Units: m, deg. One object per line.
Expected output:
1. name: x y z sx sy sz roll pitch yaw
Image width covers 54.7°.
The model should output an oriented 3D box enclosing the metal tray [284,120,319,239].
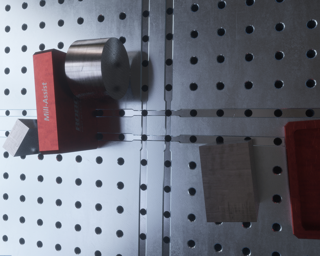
1. metal tray: 0.190 0.055 0.342 0.090 0.030 0.129 -5 88 19

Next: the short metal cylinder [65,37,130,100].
1. short metal cylinder: -0.080 -0.077 0.410 0.050 0.080 0.079 1 91 20

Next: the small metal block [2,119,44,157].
1. small metal block: -0.199 0.014 0.468 0.025 0.050 0.050 36 101 16

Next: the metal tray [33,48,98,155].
1. metal tray: -0.125 -0.032 0.420 0.030 0.090 0.129 -5 88 20

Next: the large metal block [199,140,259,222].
1. large metal block: 0.082 0.056 0.354 0.050 0.080 0.080 -6 88 19
